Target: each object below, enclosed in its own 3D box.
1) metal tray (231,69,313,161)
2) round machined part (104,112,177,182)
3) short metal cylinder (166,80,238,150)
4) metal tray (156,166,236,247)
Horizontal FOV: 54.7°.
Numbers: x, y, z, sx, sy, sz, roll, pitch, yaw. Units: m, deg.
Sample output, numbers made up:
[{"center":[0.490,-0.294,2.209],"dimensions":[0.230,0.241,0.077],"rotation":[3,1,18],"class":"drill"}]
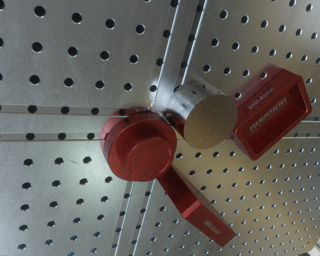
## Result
[{"center":[0.174,-0.018,0.491],"dimensions":[0.130,0.030,0.090],"rotation":[-41,130,0],"class":"metal tray"},{"center":[-0.020,0.032,0.409],"dimensions":[0.099,0.042,0.097],"rotation":[-14,124,-21],"class":"round machined part"},{"center":[0.055,-0.018,0.414],"dimensions":[0.081,0.050,0.079],"rotation":[-14,124,-21],"class":"short metal cylinder"},{"center":[0.056,0.120,0.473],"dimensions":[0.030,0.090,0.130],"rotation":[-43,130,1],"class":"metal tray"}]
